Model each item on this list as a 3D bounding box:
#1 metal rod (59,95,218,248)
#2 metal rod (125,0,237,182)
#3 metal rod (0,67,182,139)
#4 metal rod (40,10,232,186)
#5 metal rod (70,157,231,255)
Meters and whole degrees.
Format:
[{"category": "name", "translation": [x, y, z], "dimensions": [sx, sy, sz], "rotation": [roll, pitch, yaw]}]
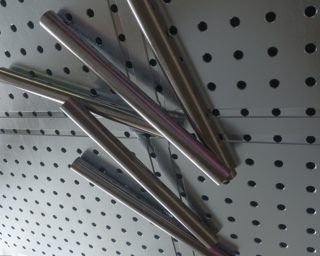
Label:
[{"category": "metal rod", "translation": [-0.023, 0.070, 0.446], "dimensions": [0.300, 0.025, 0.025], "rotation": [45, 129, -11]}, {"category": "metal rod", "translation": [0.018, -0.063, 0.361], "dimensions": [0.025, 0.025, 0.299], "rotation": [-18, 110, 34]}, {"category": "metal rod", "translation": [-0.112, -0.038, 0.444], "dimensions": [0.301, 0.025, 0.025], "rotation": [18, 126, 17]}, {"category": "metal rod", "translation": [-0.034, -0.041, 0.384], "dimensions": [0.300, 0.025, 0.025], "rotation": [42, 129, 6]}, {"category": "metal rod", "translation": [-0.015, 0.137, 0.502], "dimensions": [0.301, 0.025, 0.025], "rotation": [32, 128, 7]}]
